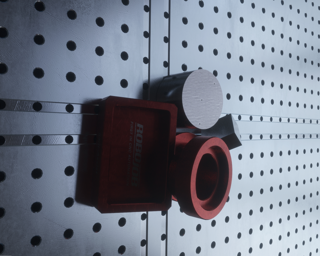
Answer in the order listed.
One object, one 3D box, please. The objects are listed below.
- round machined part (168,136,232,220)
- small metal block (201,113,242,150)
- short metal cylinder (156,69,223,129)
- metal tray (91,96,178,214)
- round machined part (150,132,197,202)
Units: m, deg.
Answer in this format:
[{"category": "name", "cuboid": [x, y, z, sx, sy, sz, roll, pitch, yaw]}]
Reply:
[{"category": "round machined part", "cuboid": [0.046, 0.058, 0.377, 0.099, 0.042, 0.097, -4, 95, -50]}, {"category": "small metal block", "cuboid": [0.090, 0.011, 0.458, 0.025, 0.050, 0.050, 55, 23, -27]}, {"category": "short metal cylinder", "cuboid": [0.042, -0.038, 0.430, 0.081, 0.050, 0.079, 0, 90, -40]}, {"category": "metal tray", "cuboid": [-0.029, 0.032, 0.369, 0.091, 0.030, 0.129, 5, 87, -26]}, {"category": "round machined part", "cuboid": [0.037, 0.054, 0.430, 0.099, 0.042, 0.097, 0, 90, -40]}]
